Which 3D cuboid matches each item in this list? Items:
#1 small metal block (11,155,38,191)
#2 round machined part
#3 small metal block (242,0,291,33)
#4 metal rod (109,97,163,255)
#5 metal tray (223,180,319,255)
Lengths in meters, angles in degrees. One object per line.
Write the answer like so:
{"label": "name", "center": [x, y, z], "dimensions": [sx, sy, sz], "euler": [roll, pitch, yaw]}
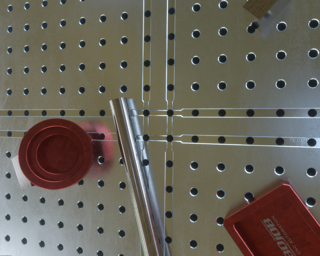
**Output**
{"label": "small metal block", "center": [-0.184, 0.061, 0.462], "dimensions": [0.025, 0.050, 0.050], "euler": [-27, 81, 31]}
{"label": "round machined part", "center": [-0.144, 0.037, 0.441], "dimensions": [0.099, 0.042, 0.097], "euler": [1, 83, -6]}
{"label": "small metal block", "center": [0.124, -0.143, 0.355], "dimensions": [0.025, 0.050, 0.050], "euler": [45, 104, 14]}
{"label": "metal rod", "center": [-0.024, 0.106, 0.420], "dimensions": [0.025, 0.025, 0.298], "euler": [-15, 85, 19]}
{"label": "metal tray", "center": [0.147, 0.138, 0.357], "dimensions": [0.090, 0.030, 0.130], "euler": [-37, 78, 16]}
